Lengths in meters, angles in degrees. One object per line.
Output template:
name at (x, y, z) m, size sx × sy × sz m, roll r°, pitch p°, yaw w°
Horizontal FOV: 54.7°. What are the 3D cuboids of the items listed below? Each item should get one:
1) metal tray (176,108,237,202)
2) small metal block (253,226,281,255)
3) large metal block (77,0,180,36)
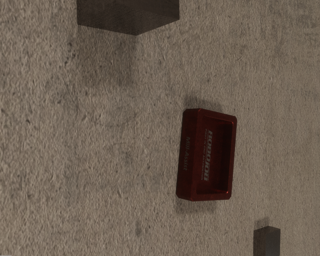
metal tray at (0.072, 0.041, 0.464) m, size 0.091 × 0.030 × 0.129 m, roll 9°, pitch 84°, yaw -40°
small metal block at (0.199, 0.214, 0.576) m, size 0.050 × 0.025 × 0.050 m, roll 2°, pitch 89°, yaw -40°
large metal block at (-0.036, -0.141, 0.340) m, size 0.081 × 0.080 × 0.050 m, roll -3°, pitch 92°, yaw -40°
